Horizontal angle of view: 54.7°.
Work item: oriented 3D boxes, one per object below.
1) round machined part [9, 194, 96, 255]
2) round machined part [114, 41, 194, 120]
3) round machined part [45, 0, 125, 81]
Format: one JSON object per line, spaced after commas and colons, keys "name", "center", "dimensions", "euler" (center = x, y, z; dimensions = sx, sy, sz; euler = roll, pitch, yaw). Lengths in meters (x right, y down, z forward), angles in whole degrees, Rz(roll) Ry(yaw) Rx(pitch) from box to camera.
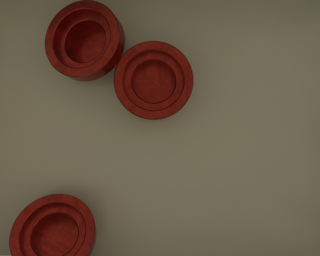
{"name": "round machined part", "center": [-0.130, 0.136, 0.387], "dimensions": [0.099, 0.042, 0.098], "euler": [3, 57, -5]}
{"name": "round machined part", "center": [-0.008, -0.059, 0.403], "dimensions": [0.099, 0.042, 0.097], "euler": [0, 90, 0]}
{"name": "round machined part", "center": [-0.091, -0.106, 0.394], "dimensions": [0.098, 0.042, 0.097], "euler": [-2, 82, 13]}
